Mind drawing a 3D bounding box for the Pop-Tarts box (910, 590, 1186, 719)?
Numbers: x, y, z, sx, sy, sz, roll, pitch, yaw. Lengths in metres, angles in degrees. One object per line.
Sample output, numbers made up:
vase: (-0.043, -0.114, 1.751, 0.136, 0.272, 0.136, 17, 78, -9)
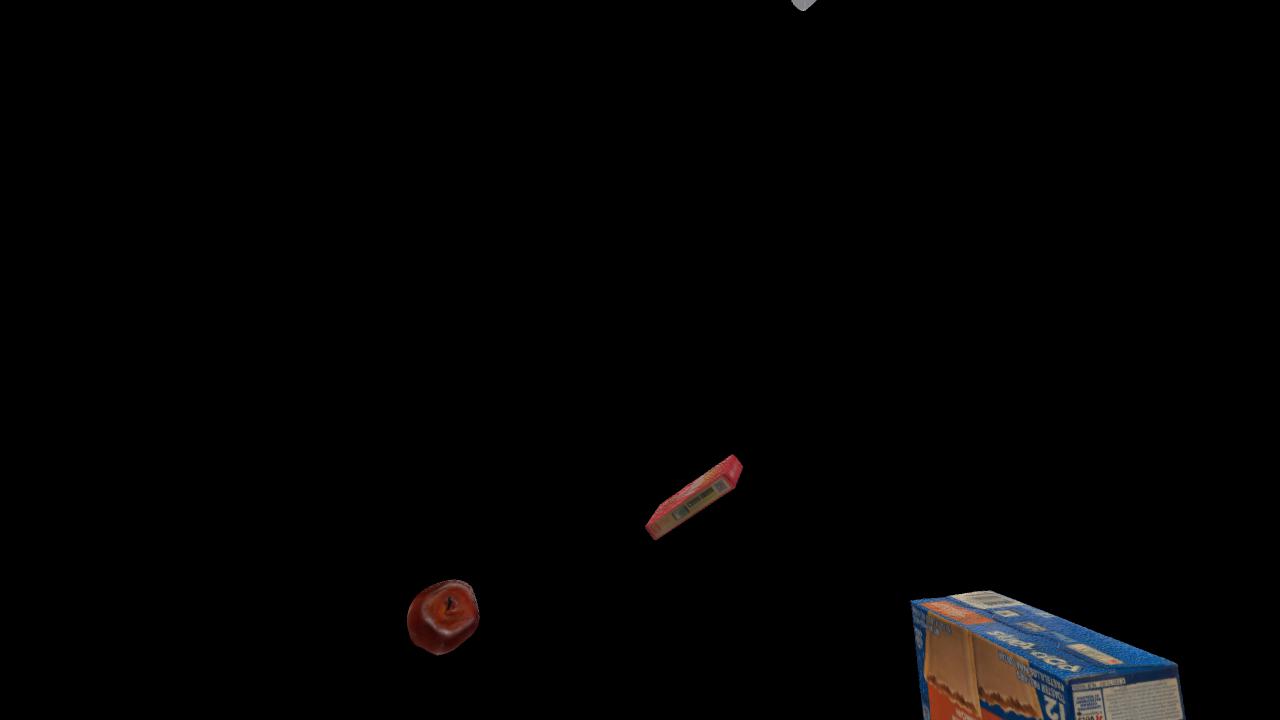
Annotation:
Pop-Tarts box: (0.282, 0.262, 0.442, 0.083, 0.141, 0.167, -4, -5, -7)

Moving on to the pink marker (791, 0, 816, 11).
pink marker: (0.154, -0.287, 0.420, 0.121, 0.020, 0.020, -41, -2, 2)

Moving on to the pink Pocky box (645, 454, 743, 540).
pink Pocky box: (0.082, 0.204, 0.916, 0.155, 0.029, 0.084, -39, -2, 20)

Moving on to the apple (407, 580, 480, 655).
apple: (-0.222, 0.289, 0.694, 0.079, 0.079, 0.093, 0, -38, -33)
